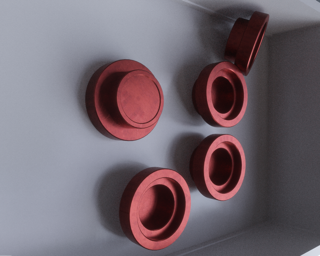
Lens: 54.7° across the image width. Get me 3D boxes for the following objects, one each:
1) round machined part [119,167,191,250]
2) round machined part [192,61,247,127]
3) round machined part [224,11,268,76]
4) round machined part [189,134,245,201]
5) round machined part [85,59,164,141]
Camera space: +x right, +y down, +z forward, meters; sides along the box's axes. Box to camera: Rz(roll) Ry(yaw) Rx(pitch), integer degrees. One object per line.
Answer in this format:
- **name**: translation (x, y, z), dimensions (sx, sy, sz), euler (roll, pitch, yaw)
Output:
- **round machined part**: translation (-0.010, 0.098, 0.389), dimensions (0.099, 0.042, 0.097), euler (0, 90, -40)
- **round machined part**: translation (0.087, -0.050, 0.471), dimensions (0.099, 0.042, 0.097), euler (0, 90, -40)
- **round machined part**: translation (0.134, -0.135, 0.490), dimensions (0.098, 0.042, 0.097), euler (-57, 161, -32)
- **round machined part**: translation (0.083, 0.057, 0.468), dimensions (0.099, 0.042, 0.097), euler (0, 90, -40)
- **round machined part**: translation (-0.034, -0.033, 0.368), dimensions (0.099, 0.042, 0.097), euler (0, 90, -40)
